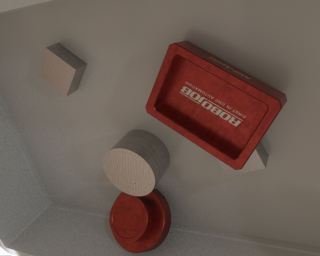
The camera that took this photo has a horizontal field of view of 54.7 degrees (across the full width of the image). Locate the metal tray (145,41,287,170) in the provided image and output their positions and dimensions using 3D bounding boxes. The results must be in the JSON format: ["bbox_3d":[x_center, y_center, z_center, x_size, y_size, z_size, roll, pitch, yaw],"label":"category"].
[{"bbox_3d":[0.055,-0.026,0.339,0.130,0.030,0.089,33,122,17],"label":"metal tray"}]

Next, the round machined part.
[{"bbox_3d":[-0.036,0.135,0.464,0.098,0.042,0.098,-9,71,29],"label":"round machined part"}]

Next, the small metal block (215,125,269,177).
[{"bbox_3d":[0.095,0.027,0.375,0.050,0.025,0.050,-20,108,35],"label":"small metal block"}]

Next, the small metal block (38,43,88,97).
[{"bbox_3d":[-0.135,-0.080,0.428,0.050,0.025,0.050,37,129,3],"label":"small metal block"}]

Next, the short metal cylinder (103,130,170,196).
[{"bbox_3d":[-0.033,0.049,0.439,0.080,0.050,0.079,13,124,20],"label":"short metal cylinder"}]
